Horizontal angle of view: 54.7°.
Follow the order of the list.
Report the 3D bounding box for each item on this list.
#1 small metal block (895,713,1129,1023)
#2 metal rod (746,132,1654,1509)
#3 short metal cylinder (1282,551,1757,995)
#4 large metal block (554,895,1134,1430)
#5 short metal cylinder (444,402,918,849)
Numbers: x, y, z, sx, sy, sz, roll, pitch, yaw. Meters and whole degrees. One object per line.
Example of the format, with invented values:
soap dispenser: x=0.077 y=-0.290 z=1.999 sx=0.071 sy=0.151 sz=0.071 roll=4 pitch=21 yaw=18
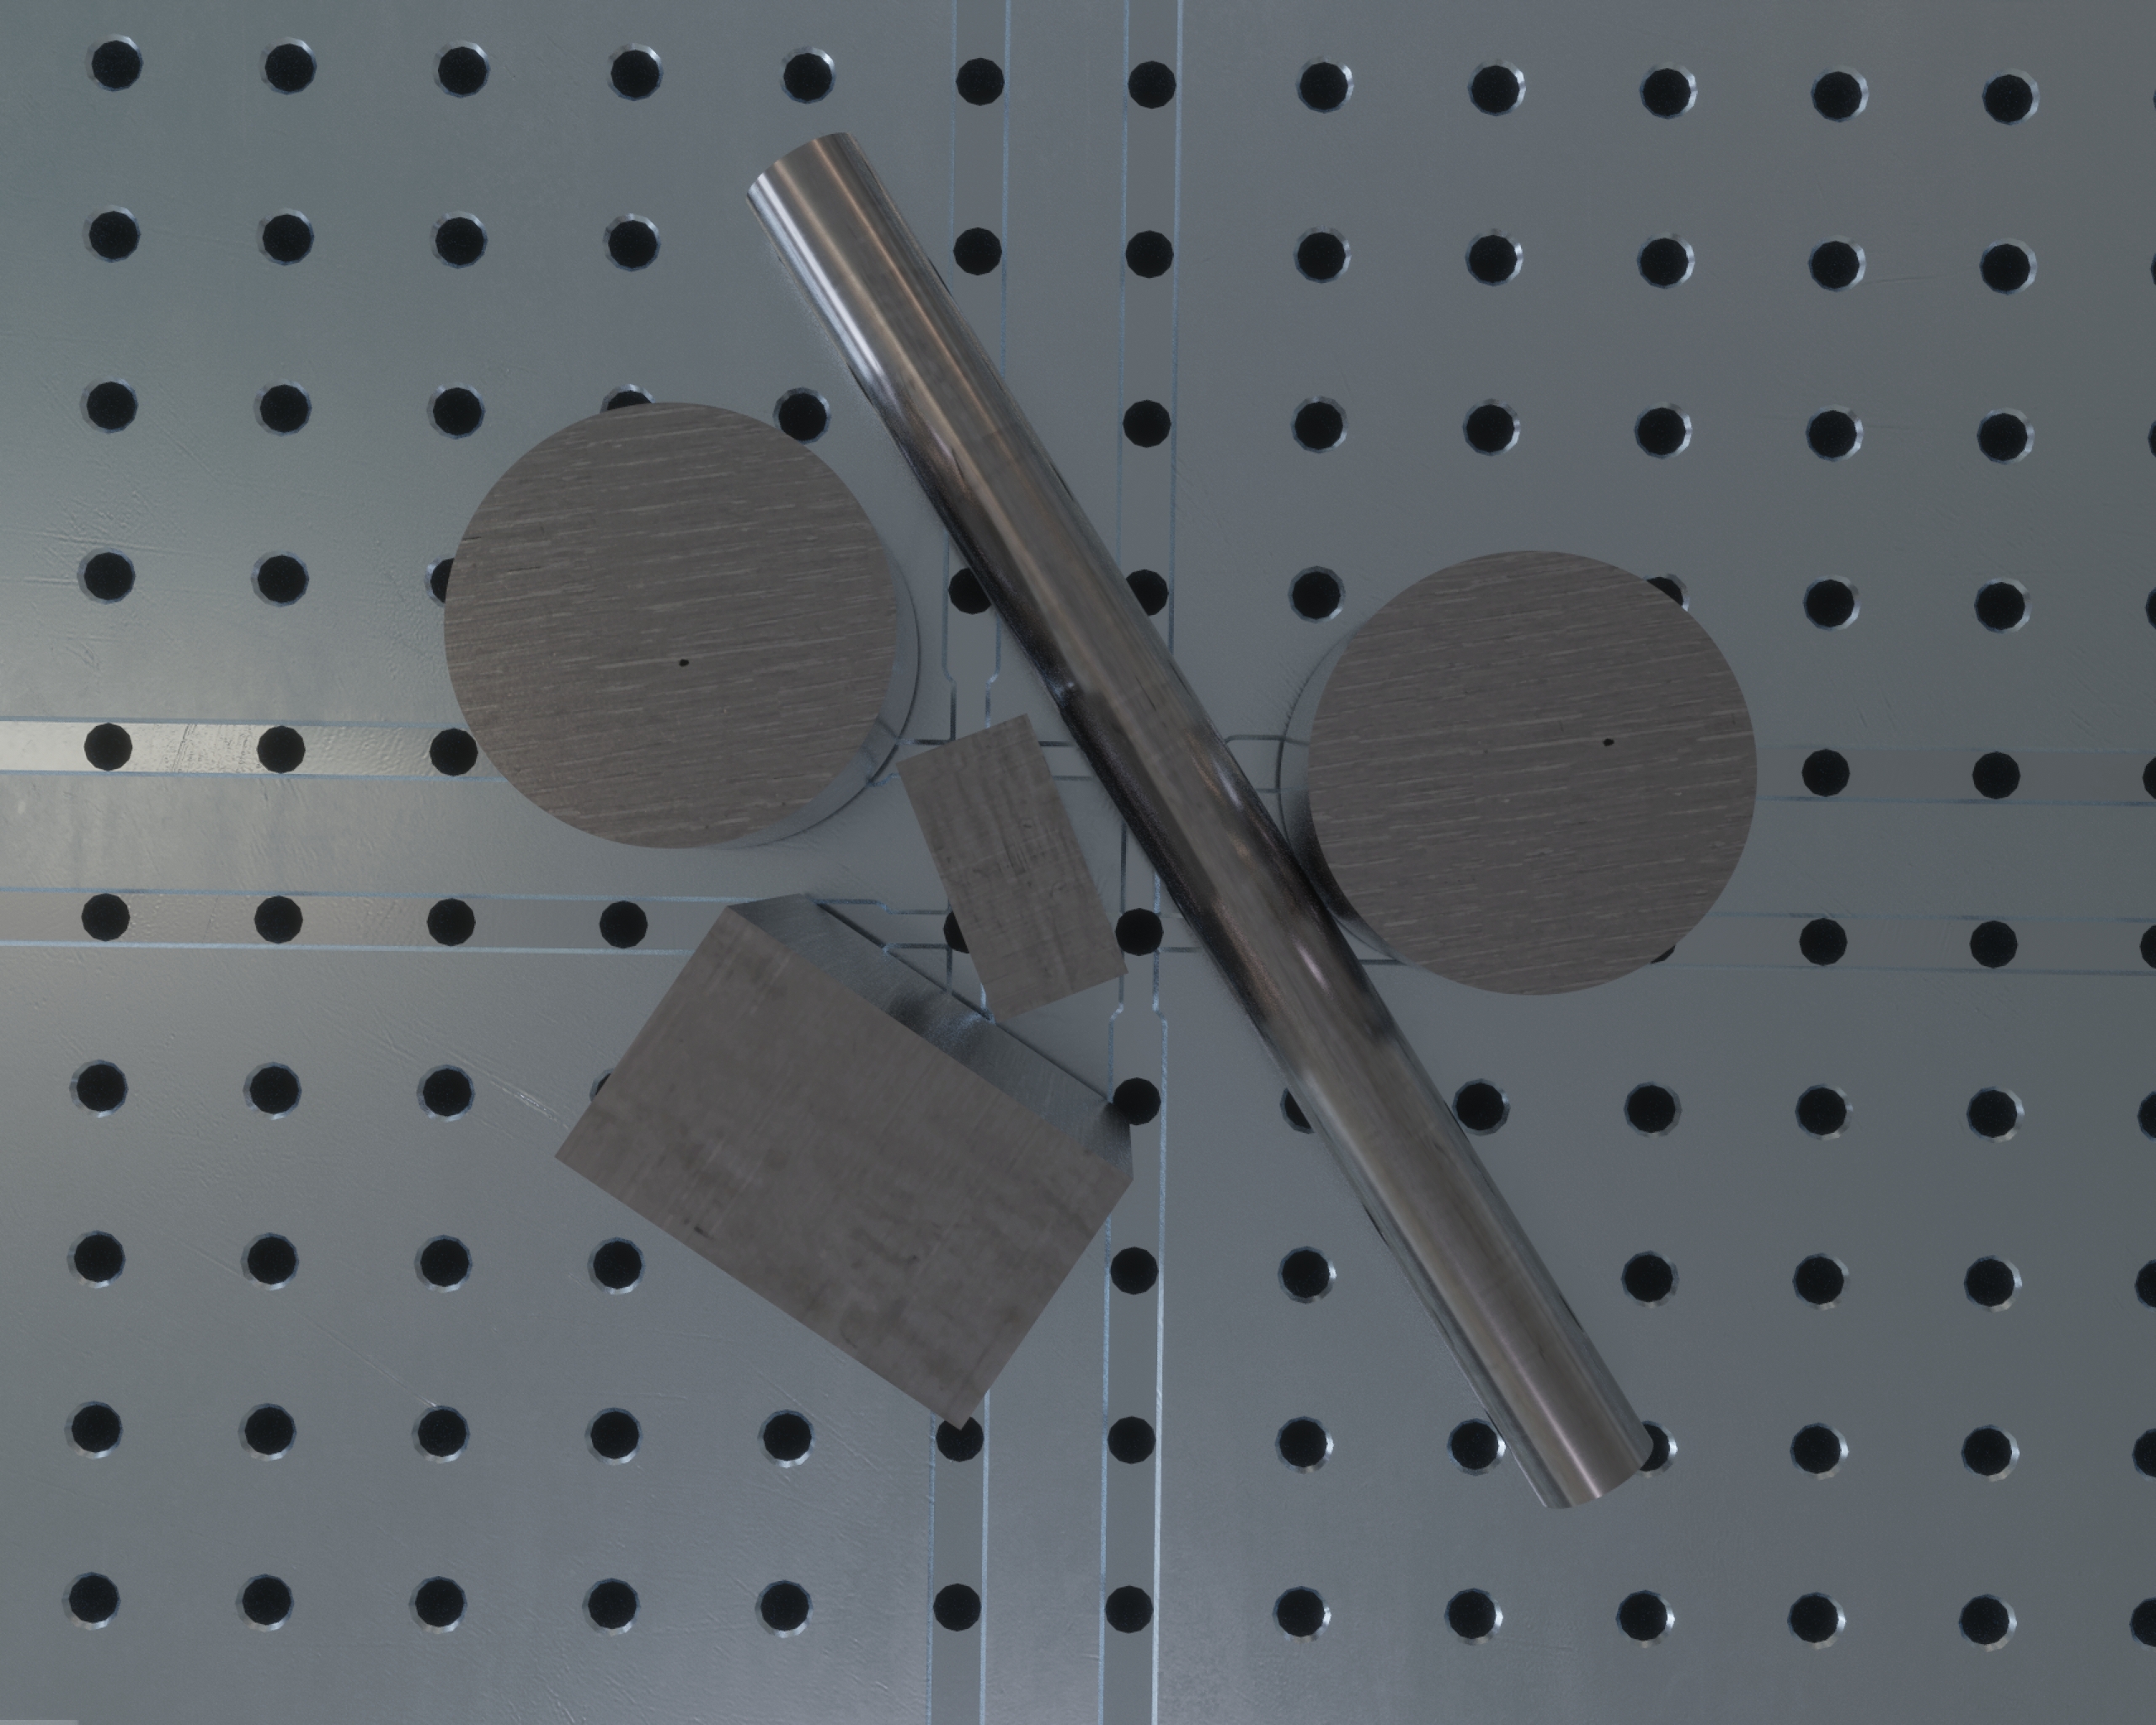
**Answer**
small metal block: x=-0.012 y=0.001 z=0.397 sx=0.025 sy=0.050 sz=0.050 roll=-21 pitch=90 yaw=0
metal rod: x=0.024 y=-0.008 z=0.410 sx=0.025 sy=0.025 sz=0.299 roll=-31 pitch=90 yaw=0
short metal cylinder: x=0.081 y=-0.016 z=0.398 sx=0.081 sy=0.050 sz=0.079 roll=0 pitch=90 yaw=0
large metal block: x=-0.038 y=0.050 z=0.381 sx=0.080 sy=0.080 sz=0.050 roll=34 pitch=91 yaw=0
short metal cylinder: x=-0.073 y=-0.042 z=0.396 sx=0.081 sy=0.050 sz=0.079 roll=0 pitch=90 yaw=0
